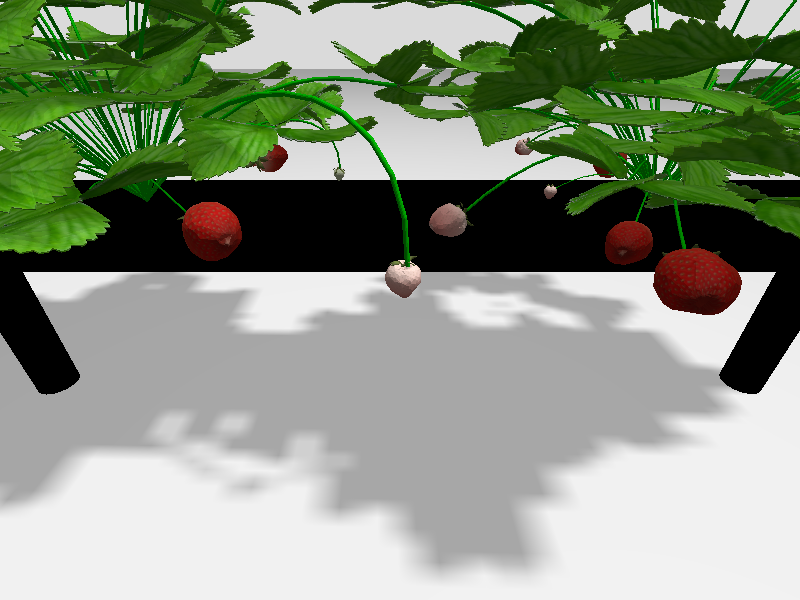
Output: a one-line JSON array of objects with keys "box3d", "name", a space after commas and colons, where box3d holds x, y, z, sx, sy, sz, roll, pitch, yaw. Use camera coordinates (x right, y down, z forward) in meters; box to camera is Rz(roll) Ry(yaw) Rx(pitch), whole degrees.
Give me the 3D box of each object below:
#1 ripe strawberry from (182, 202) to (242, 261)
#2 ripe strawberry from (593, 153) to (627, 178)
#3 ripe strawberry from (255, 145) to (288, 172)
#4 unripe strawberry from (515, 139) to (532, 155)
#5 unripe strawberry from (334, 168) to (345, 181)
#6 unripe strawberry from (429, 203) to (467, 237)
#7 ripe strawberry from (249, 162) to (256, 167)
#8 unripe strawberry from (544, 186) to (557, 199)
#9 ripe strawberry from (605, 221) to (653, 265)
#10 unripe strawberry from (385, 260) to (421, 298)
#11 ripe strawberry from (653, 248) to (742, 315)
[{"box3d": [-0.115, -0.042, 0.250, 0.035, 0.037, 0.037, -27, 41, -36], "name": "ripe strawberry"}, {"box3d": [0.219, -0.147, 0.423, 0.032, 0.034, 0.035, -2, 31, -3], "name": "ripe strawberry"}, {"box3d": [-0.139, -0.157, 0.434, 0.037, 0.033, 0.034, 24, 38, 33], "name": "ripe strawberry"}, {"box3d": [0.156, -0.191, 0.504, 0.023, 0.020, 0.021, -11, -2, -18], "name": "unripe strawberry"}, {"box3d": [-0.061, -0.127, 0.405, 0.011, 0.012, 0.011, -11, 33, -17], "name": "unripe strawberry"}, {"box3d": [0.032, -0.054, 0.279, 0.024, 0.023, 0.026, -23, 37, -14], "name": "unripe strawberry"}, {"box3d": [-0.170, -0.165, 0.457, 0.027, 0.023, 0.027, 13, 33, 20], "name": "ripe strawberry"}, {"box3d": [0.137, -0.098, 0.365, 0.011, 0.011, 0.011, 4, 32, 7], "name": "unripe strawberry"}, {"box3d": [0.138, -0.033, 0.244, 0.026, 0.027, 0.028, 20, 37, 29], "name": "ripe strawberry"}, {"box3d": [0.002, -0.011, 0.214, 0.019, 0.020, 0.018, 21, 37, 30], "name": "unripe strawberry"}, {"box3d": [0.144, -0.008, 0.194, 0.036, 0.031, 0.036, 13, 35, 20], "name": "ripe strawberry"}]
